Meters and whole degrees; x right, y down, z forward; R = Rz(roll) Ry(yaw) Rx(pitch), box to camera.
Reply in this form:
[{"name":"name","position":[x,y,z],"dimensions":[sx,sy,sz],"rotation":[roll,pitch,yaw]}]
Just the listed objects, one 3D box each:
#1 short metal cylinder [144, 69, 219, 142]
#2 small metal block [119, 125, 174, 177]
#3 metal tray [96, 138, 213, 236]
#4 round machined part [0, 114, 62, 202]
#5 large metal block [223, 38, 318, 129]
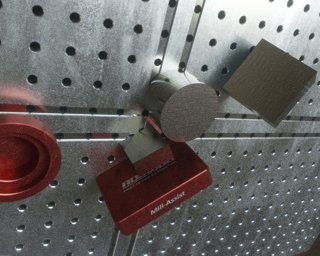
[{"name":"short metal cylinder","position":[0.027,-0.029,0.393],"dimensions":[0.081,0.050,0.079],"rotation":[-14,125,-21]},{"name":"small metal block","position":[-0.018,0.028,0.404],"dimensions":[0.050,0.050,0.025],"rotation":[-29,129,-10]},{"name":"metal tray","position":[-0.010,0.069,0.407],"dimensions":[0.131,0.090,0.030],"rotation":[-29,129,-10]},{"name":"round machined part","position":[-0.160,0.028,0.331],"dimensions":[0.099,0.042,0.097],"rotation":[-14,125,-21]},{"name":"large metal block","position":[0.145,-0.058,0.413],"dimensions":[0.080,0.080,0.050],"rotation":[-52,157,8]}]
